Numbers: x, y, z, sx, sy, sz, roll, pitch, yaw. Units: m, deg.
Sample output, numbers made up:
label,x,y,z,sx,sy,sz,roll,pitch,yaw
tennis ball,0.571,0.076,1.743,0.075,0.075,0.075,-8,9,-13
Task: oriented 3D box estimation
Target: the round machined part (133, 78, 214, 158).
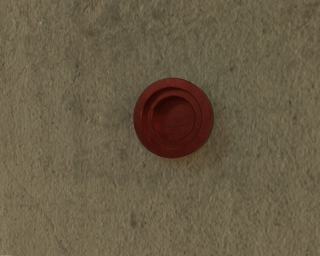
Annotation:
label,x,y,z,sx,sy,sz,roll,pitch,yaw
round machined part,0.020,-0.012,0.392,0.098,0.042,0.097,0,90,19
